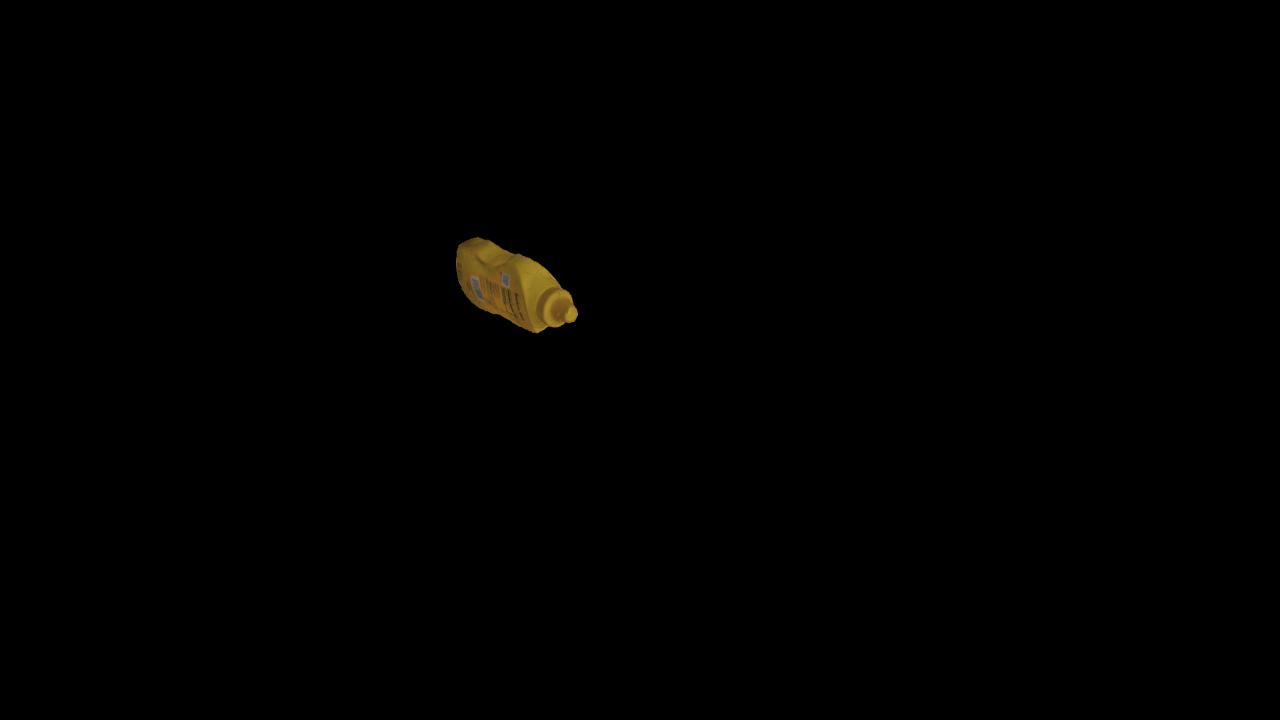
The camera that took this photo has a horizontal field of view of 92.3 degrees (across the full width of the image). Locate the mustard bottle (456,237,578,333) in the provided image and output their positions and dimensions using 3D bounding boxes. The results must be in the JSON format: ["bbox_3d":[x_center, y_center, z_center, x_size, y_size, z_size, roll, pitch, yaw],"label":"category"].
[{"bbox_3d":[-0.135,-0.076,0.695,0.184,0.092,0.054,25,42,38],"label":"mustard bottle"}]
